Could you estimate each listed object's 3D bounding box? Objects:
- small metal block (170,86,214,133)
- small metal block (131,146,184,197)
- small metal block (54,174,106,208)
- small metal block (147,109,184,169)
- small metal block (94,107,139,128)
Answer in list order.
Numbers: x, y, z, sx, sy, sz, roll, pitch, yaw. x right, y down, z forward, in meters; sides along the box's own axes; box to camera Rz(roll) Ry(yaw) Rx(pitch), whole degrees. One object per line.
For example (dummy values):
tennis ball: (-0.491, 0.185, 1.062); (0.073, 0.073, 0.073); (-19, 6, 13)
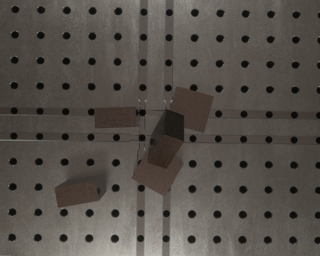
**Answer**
small metal block: (0.039, -0.024, 0.414); (0.050, 0.025, 0.050); (15, 90, -1)
small metal block: (-0.003, 0.055, 0.413); (0.050, 0.025, 0.050); (29, 90, -1)
small metal block: (-0.101, 0.080, 0.400); (0.050, 0.050, 0.025); (-10, 90, 0)
small metal block: (0.008, 0.013, 0.383); (0.025, 0.050, 0.050); (20, 127, -12)
small metal block: (-0.054, -0.013, 0.400); (0.050, 0.050, 0.025); (-2, 90, -1)
